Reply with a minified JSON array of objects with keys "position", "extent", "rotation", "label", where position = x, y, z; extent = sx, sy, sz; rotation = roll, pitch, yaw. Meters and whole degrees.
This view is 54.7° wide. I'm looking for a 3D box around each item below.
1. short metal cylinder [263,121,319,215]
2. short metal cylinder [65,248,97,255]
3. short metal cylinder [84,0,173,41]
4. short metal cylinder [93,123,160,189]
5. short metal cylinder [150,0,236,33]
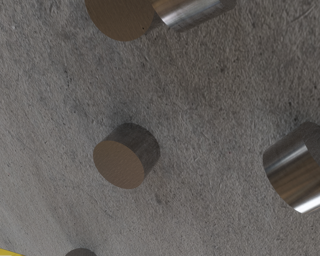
[{"position":[0.153,0.040,0.315],"extent":[0.080,0.080,0.050],"rotation":[41,129,0],"label":"short metal cylinder"},{"position":[-0.170,0.301,0.648],"extent":[0.080,0.080,0.050],"rotation":[32,129,7],"label":"short metal cylinder"},{"position":[-0.031,-0.137,0.322],"extent":[0.080,0.050,0.079],"rotation":[13,124,21],"label":"short metal cylinder"},{"position":[-0.047,0.039,0.440],"extent":[0.080,0.050,0.079],"rotation":[13,124,21],"label":"short metal cylinder"},{"position":[0.027,-0.133,0.275],"extent":[0.050,0.080,0.080],"rotation":[-16,110,34],"label":"short metal cylinder"}]
